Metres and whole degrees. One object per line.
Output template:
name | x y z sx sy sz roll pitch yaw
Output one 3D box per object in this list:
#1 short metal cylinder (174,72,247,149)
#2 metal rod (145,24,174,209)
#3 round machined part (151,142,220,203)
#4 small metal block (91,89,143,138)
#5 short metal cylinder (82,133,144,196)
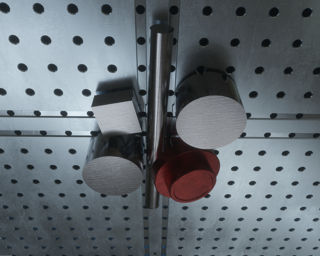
short metal cylinder | 0.059 -0.020 0.373 0.081 0.050 0.079 0 130 0
metal rod | -0.005 0.011 0.415 0.025 0.025 0.298 2 130 -2
round machined part | 0.040 0.068 0.438 0.099 0.042 0.097 -11 131 -12
small metal block | -0.053 -0.018 0.391 0.050 0.025 0.050 -9 130 7
short metal cylinder | -0.063 0.049 0.431 0.081 0.050 0.079 0 130 0
